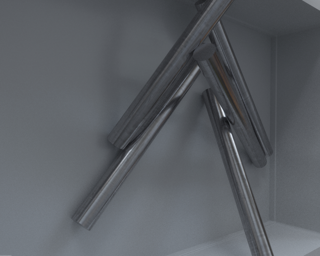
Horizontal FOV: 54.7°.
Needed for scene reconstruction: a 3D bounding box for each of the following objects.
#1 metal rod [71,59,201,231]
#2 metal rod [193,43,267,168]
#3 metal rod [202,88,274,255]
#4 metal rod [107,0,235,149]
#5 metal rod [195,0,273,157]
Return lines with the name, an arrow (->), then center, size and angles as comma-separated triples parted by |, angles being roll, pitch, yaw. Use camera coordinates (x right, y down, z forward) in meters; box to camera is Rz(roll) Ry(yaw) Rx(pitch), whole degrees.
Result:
metal rod -> -0.008, -0.006, 0.399 | 0.025, 0.025, 0.301 | 50, 61, -28
metal rod -> 0.114, -0.010, 0.445 | 0.300, 0.025, 0.025 | 47, 61, -50
metal rod -> 0.106, 0.077, 0.409 | 0.025, 0.025, 0.299 | 10, 56, -40
metal rod -> 0.037, -0.101, 0.345 | 0.025, 0.025, 0.299 | 31, 100, -36
metal rod -> 0.127, -0.064, 0.495 | 0.025, 0.025, 0.299 | -50, 125, -28
